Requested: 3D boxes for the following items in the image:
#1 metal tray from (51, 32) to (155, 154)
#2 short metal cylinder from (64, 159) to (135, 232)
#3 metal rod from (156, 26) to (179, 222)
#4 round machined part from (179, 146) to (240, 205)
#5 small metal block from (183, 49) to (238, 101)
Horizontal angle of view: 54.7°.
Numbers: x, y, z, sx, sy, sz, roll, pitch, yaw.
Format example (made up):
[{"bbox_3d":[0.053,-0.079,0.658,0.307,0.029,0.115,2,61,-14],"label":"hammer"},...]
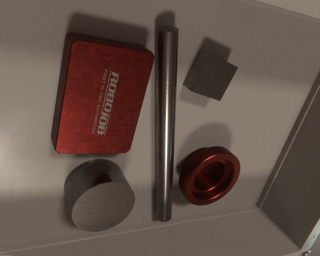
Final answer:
[{"bbox_3d":[-0.066,-0.033,0.350,0.091,0.030,0.129,2,117,-30],"label":"metal tray"},{"bbox_3d":[-0.079,0.087,0.405,0.081,0.050,0.079,-14,125,-21],"label":"short metal cylinder"},{"bbox_3d":[0.007,0.016,0.424,0.025,0.025,0.298,-14,124,-21],"label":"metal rod"},{"bbox_3d":[0.072,0.069,0.482,0.099,0.042,0.097,-14,125,-21],"label":"round machined part"},{"bbox_3d":[0.066,-0.068,0.404,0.050,0.025,0.050,13,112,-34],"label":"small metal block"}]
